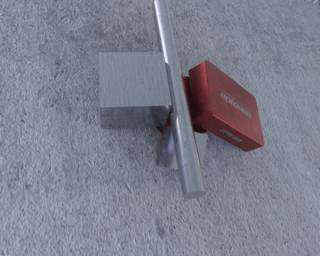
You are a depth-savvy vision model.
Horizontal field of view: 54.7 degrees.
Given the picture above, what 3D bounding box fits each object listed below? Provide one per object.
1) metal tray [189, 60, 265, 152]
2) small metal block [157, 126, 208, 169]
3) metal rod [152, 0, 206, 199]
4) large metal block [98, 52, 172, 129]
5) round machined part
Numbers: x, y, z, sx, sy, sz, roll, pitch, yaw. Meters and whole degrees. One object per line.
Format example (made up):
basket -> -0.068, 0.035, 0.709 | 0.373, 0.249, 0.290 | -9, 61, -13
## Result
metal tray -> 0.097, -0.028, 0.442 | 0.131, 0.030, 0.090 | 26, 51, -38
small metal block -> 0.028, 0.028, 0.390 | 0.050, 0.025, 0.050 | 14, 81, -20
metal rod -> 0.018, -0.058, 0.397 | 0.025, 0.025, 0.299 | 8, 56, -24
large metal block -> -0.034, -0.047, 0.386 | 0.081, 0.050, 0.080 | -2, 61, -9
round machined part -> 0.034, -0.033, 0.432 | 0.099, 0.042, 0.098 | 14, 56, -21
